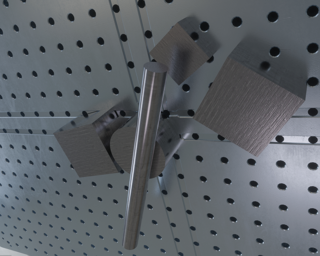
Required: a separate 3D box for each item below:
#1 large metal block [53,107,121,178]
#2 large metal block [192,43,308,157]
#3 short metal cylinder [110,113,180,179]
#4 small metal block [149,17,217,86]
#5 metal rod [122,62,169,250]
[{"bbox_3d":[-0.096,0.023,0.460,0.080,0.050,0.080,-12,112,33],"label":"large metal block"},{"bbox_3d":[0.093,-0.030,0.328,0.080,0.050,0.079,32,129,7],"label":"large metal block"},{"bbox_3d":[-0.020,0.022,0.419,0.080,0.050,0.079,13,124,21],"label":"short metal cylinder"},{"bbox_3d":[0.025,-0.085,0.346,0.050,0.025,0.050,47,129,-5],"label":"small metal block"},{"bbox_3d":[-0.025,0.059,0.396,0.025,0.025,0.298,21,127,15],"label":"metal rod"}]
